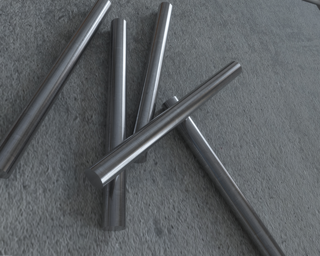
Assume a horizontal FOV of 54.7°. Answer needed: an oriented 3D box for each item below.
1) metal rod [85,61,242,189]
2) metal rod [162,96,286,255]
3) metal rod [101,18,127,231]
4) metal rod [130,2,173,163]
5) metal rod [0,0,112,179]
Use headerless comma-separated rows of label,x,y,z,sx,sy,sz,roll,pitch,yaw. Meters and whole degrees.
metal rod,0.027,-0.022,0.400,0.025,0.025,0.302,48,51,5
metal rod,0.093,0.085,0.403,0.025,0.025,0.299,-24,75,-37
metal rod,-0.054,-0.026,0.391,0.025,0.025,0.299,11,57,-23
metal rod,-0.009,-0.086,0.452,0.025,0.025,0.300,21,54,-17
metal rod,-0.121,-0.073,0.384,0.025,0.025,0.300,26,52,-13
